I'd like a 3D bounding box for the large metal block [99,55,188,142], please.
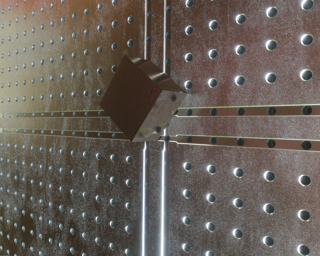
[{"bbox_3d":[-0.024,-0.038,0.411,0.080,0.050,0.080,46,117,29],"label":"large metal block"}]
